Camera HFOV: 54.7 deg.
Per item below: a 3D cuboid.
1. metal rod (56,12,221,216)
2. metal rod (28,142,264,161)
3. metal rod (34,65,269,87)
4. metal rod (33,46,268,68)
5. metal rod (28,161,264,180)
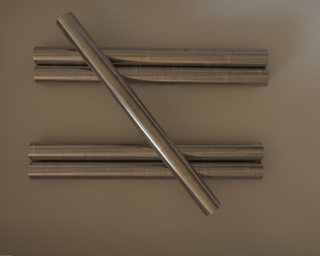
[{"bbox_3d":[-0.026,-0.017,0.385,0.025,0.025,0.300,-38,90,0],"label":"metal rod"},{"bbox_3d":[-0.017,0.031,0.409,0.302,0.025,0.025,0,90,0],"label":"metal rod"},{"bbox_3d":[-0.011,-0.069,0.409,0.302,0.025,0.025,1,90,0],"label":"metal rod"},{"bbox_3d":[-0.012,-0.093,0.409,0.302,0.025,0.025,1,90,0],"label":"metal rod"},{"bbox_3d":[-0.018,0.056,0.409,0.302,0.025,0.025,0,90,0],"label":"metal rod"}]
